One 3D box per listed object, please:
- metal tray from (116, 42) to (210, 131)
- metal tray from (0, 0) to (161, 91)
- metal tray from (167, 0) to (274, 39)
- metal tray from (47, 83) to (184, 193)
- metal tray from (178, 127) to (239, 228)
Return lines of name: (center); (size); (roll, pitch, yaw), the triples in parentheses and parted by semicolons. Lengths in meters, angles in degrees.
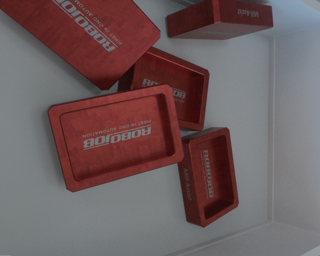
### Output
metal tray: (0.008, -0.049, 0.411); (0.131, 0.030, 0.090); (12, 83, -40)
metal tray: (-0.074, -0.111, 0.311); (0.090, 0.030, 0.130); (-44, 124, 9)
metal tray: (0.086, -0.150, 0.438); (0.131, 0.090, 0.030); (-12, 98, -40)
metal tray: (-0.045, 0.007, 0.337); (0.131, 0.030, 0.089); (-14, 100, -18)
metal tray: (0.073, 0.070, 0.467); (0.091, 0.030, 0.129); (-16, 100, -39)
